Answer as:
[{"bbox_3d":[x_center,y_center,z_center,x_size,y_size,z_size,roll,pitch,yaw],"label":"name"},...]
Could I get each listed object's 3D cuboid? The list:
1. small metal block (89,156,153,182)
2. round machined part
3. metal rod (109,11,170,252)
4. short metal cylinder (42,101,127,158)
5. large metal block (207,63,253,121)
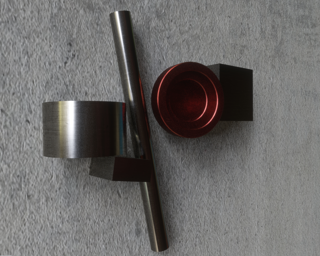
[{"bbox_3d":[-0.045,0.045,0.353,0.050,0.050,0.025,11,84,-40],"label":"small metal block"},{"bbox_3d":[0.033,-0.036,0.413,0.099,0.042,0.097,-1,93,-25],"label":"round machined part"},{"bbox_3d":[-0.023,0.010,0.386,0.025,0.025,0.298,-16,100,-39],"label":"metal rod"},{"bbox_3d":[-0.074,0.001,0.308,0.081,0.080,0.050,-2,91,-40],"label":"short metal cylinder"},{"bbox_3d":[0.097,-0.050,0.472,0.081,0.050,0.079,-1,91,-40],"label":"large metal block"}]
